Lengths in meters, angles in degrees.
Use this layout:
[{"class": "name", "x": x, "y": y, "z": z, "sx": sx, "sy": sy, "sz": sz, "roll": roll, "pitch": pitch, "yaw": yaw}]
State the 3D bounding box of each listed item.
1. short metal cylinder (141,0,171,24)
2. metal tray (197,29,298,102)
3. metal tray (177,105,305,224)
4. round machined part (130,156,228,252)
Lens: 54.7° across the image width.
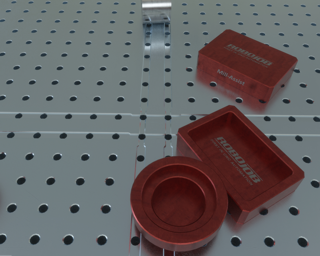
[{"class": "short metal cylinder", "x": -0.009, "y": -0.234, "z": 0.569, "sx": 0.050, "sy": 0.080, "sz": 0.080, "roll": -4, "pitch": 50, "yaw": -4}, {"class": "metal tray", "x": 0.137, "y": -0.104, "z": 0.493, "sx": 0.130, "sy": 0.030, "sz": 0.090, "roll": 33, "pitch": 57, "yaw": 24}, {"class": "metal tray", "x": 0.092, "y": 0.036, "z": 0.374, "sx": 0.091, "sy": 0.030, "sz": 0.130, "roll": -25, "pitch": 55, "yaw": -20}, {"class": "round machined part", "x": 0.019, "y": 0.082, "z": 0.328, "sx": 0.099, "sy": 0.042, "sz": 0.098, "roll": 0, "pitch": 50, "yaw": 0}]
